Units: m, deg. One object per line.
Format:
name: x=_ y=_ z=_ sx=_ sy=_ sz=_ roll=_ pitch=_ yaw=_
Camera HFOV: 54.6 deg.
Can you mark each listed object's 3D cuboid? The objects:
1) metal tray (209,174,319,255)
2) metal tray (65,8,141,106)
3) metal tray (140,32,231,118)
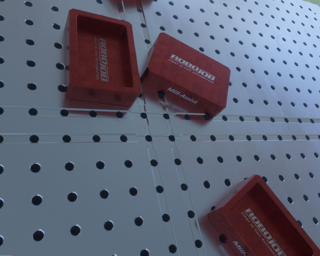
metal tray: x=0.134 y=0.135 z=0.393 sx=0.091 sy=0.030 sz=0.130 roll=-31 pitch=79 yaw=-38
metal tray: x=-0.079 y=-0.096 z=0.420 sx=0.091 sy=0.030 sz=0.130 roll=5 pitch=59 yaw=-26
metal tray: x=0.043 y=-0.082 z=0.478 sx=0.131 sy=0.030 sz=0.090 roll=25 pitch=53 yaw=-13
